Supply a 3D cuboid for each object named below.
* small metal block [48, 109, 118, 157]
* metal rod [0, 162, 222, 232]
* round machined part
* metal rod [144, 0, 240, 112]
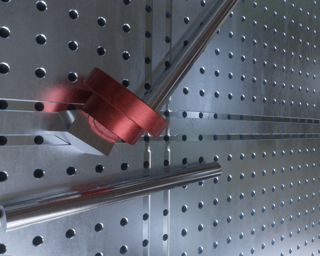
[{"bbox_3d":[-0.081,0.005,0.325,0.050,0.050,0.025,38,67,-34],"label":"small metal block"},{"bbox_3d":[-0.030,0.074,0.384,0.302,0.025,0.025,-5,93,-40],"label":"metal rod"},{"bbox_3d":[-0.042,-0.018,0.331,0.098,0.098,0.042,38,89,-34],"label":"round machined part"},{"bbox_3d":[0.053,-0.120,0.453,0.025,0.025,0.301,50,61,-29],"label":"metal rod"}]
